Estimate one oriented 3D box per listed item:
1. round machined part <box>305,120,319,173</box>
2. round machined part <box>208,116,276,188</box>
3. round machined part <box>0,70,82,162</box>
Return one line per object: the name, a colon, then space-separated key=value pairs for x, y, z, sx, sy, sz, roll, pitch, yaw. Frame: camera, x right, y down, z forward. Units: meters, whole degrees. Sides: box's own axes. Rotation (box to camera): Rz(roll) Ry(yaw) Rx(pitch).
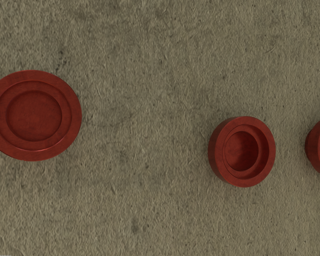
round machined part: x=0.277 y=0.030 z=0.502 sx=0.099 sy=0.042 sz=0.097 roll=0 pitch=90 yaw=-20
round machined part: x=0.111 y=0.032 z=0.441 sx=0.099 sy=0.042 sz=0.097 roll=0 pitch=90 yaw=-20
round machined part: x=-0.141 y=-0.013 z=0.348 sx=0.099 sy=0.042 sz=0.097 roll=0 pitch=90 yaw=-20
